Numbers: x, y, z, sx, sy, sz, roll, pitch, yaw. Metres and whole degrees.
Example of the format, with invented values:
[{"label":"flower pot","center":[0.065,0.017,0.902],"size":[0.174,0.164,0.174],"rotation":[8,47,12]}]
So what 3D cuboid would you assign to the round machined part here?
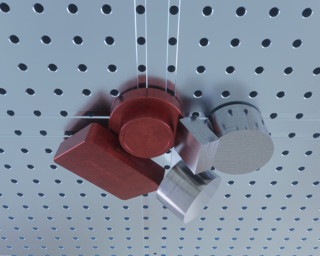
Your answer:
[{"label":"round machined part","center":[-0.016,0.001,0.395],"size":[0.099,0.042,0.097],"rotation":[0,130,0]}]

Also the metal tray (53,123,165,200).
[{"label":"metal tray","center":[-0.069,0.053,0.433],"size":[0.130,0.030,0.090],"rotation":[37,136,-28]}]

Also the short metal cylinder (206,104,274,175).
[{"label":"short metal cylinder","center":[0.101,0.016,0.405],"size":[0.081,0.050,0.079],"rotation":[0,130,0]}]

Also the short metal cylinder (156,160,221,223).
[{"label":"short metal cylinder","center":[0.041,0.086,0.436],"size":[0.050,0.081,0.079],"rotation":[37,135,26]}]

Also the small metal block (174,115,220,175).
[{"label":"small metal block","center":[0.044,0.020,0.384],"size":[0.025,0.050,0.050],"rotation":[-15,134,-25]}]
